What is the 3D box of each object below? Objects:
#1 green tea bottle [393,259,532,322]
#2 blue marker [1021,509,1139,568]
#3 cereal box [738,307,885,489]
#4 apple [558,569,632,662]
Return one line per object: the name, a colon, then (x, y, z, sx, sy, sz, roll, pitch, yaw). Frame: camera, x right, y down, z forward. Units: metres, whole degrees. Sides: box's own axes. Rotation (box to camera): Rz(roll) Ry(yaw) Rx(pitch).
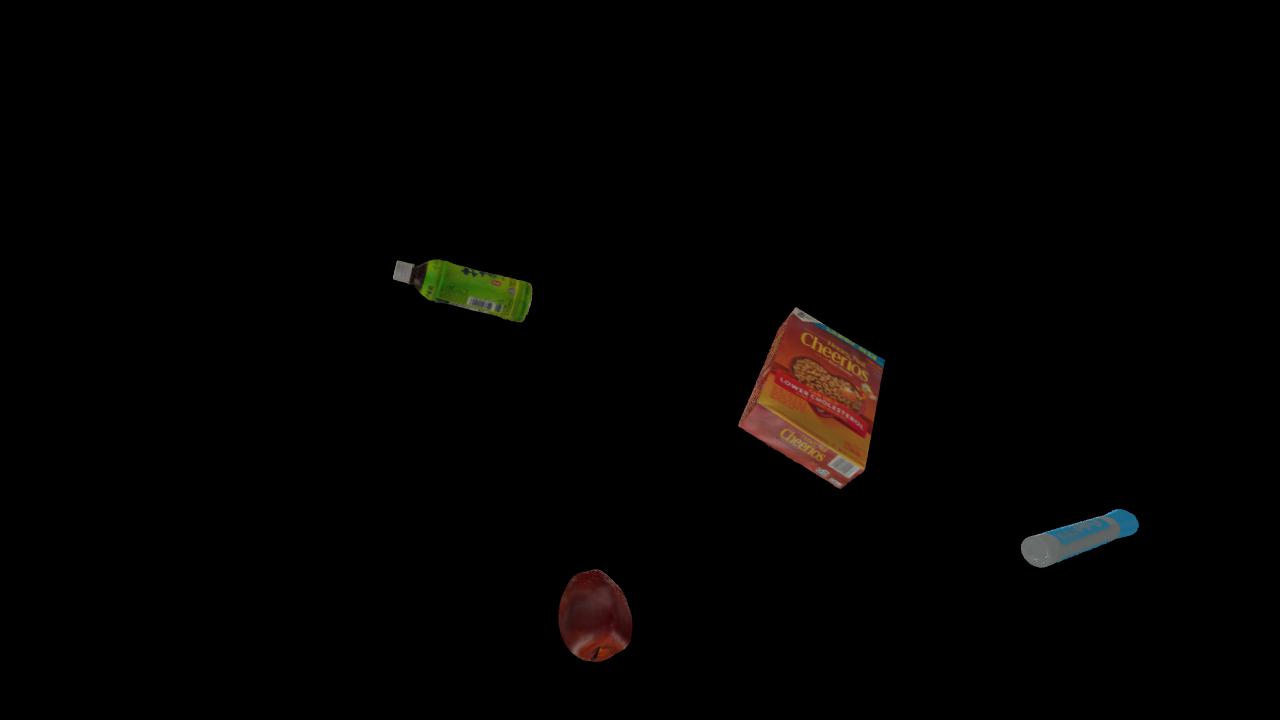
green tea bottle: (-0.282, -0.116, 0.985, 0.212, 0.073, 0.073, 13, -5, -25)
blue marker: (0.297, 0.117, 0.410, 0.121, 0.020, 0.020, -2, 1, -30)
cereal box: (0.314, 0.053, 1.092, 0.203, 0.081, 0.306, 32, 44, 3)
apple: (-0.049, 0.269, 0.646, 0.079, 0.079, 0.093, 0, 38, -11)
